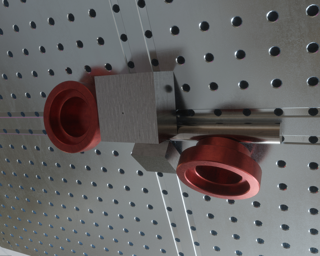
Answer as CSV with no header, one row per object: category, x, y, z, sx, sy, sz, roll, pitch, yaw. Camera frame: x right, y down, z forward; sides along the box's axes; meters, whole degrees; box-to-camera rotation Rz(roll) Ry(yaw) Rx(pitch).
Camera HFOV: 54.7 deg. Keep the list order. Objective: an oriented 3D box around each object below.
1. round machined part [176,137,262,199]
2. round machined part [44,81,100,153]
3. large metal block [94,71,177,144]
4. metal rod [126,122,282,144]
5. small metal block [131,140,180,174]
round machined part,0.072,0.046,0.375,0.098,0.042,0.098,14,148,9
round machined part,-0.112,-0.015,0.433,0.098,0.042,0.097,1,93,28
large metal block,-0.028,-0.026,0.379,0.080,0.050,0.079,1,101,27
metal rod,0.002,0.004,0.414,0.300,0.025,0.025,1,119,27
small metal block,-0.003,0.039,0.425,0.050,0.025,0.050,1,148,28
